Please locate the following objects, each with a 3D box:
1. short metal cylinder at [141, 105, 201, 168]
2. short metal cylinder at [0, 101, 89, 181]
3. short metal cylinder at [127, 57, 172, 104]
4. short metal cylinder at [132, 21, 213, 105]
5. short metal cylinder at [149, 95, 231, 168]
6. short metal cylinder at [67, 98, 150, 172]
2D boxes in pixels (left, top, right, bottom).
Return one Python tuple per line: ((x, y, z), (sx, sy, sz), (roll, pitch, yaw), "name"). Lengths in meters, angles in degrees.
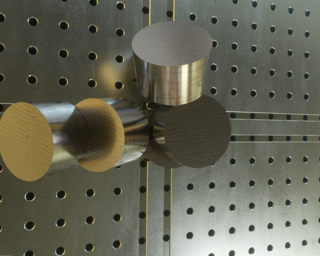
((0.007, 0.009, 0.401), (0.081, 0.050, 0.079), (0, 90, -20), "short metal cylinder")
((-0.124, 0.011, 0.331), (0.050, 0.080, 0.079), (-12, 96, -62), "short metal cylinder")
((0.002, -0.071, 0.399), (0.081, 0.050, 0.079), (0, 90, -20), "short metal cylinder")
((0.013, -0.070, 0.327), (0.081, 0.080, 0.050), (-25, 142, -18), "short metal cylinder")
((0.033, 0.003, 0.356), (0.081, 0.050, 0.079), (0, 90, -20), "short metal cylinder")
((-0.059, 0.006, 0.354), (0.050, 0.080, 0.079), (-11, 95, -61), "short metal cylinder")
